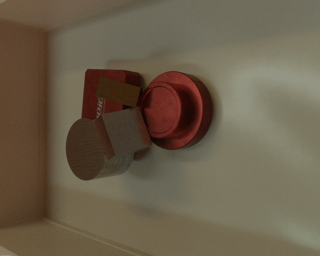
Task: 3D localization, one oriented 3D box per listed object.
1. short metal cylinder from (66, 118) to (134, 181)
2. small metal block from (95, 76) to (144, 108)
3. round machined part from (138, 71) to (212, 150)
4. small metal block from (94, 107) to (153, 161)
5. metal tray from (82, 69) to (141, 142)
[{"bbox_3d":[-0.081,0.027,0.413,0.080,0.050,0.079,0,90,39],"label":"short metal cylinder"},{"bbox_3d":[-0.049,-0.045,0.393,0.050,0.050,0.025,16,96,1],"label":"small metal block"},{"bbox_3d":[0.011,-0.022,0.382,0.098,0.042,0.097,0,90,39],"label":"round machined part"},{"bbox_3d":[-0.044,0.006,0.372,0.025,0.050,0.050,-33,76,55],"label":"small metal block"},{"bbox_3d":[-0.076,-0.020,0.459,0.090,0.030,0.129,10,96,39],"label":"metal tray"}]
